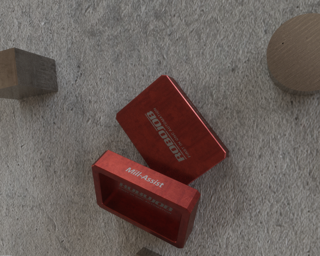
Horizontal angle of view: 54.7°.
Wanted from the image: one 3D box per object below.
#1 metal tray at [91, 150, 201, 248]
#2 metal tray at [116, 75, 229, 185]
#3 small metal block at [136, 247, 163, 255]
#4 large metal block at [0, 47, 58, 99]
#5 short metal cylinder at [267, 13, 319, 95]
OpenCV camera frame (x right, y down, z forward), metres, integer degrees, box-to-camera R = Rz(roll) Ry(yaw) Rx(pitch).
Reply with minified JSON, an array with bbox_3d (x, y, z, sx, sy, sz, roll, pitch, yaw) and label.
[{"bbox_3d":[-0.020,0.089,0.387,0.130,0.030,0.089,22,136,18],"label":"metal tray"},{"bbox_3d":[0.014,0.008,0.401,0.090,0.030,0.130,-39,78,15],"label":"metal tray"},{"bbox_3d":[-0.012,0.196,0.413,0.050,0.025,0.050,19,96,19],"label":"small metal block"},{"bbox_3d":[-0.211,-0.076,0.454,0.080,0.080,0.050,-8,87,20],"label":"large metal block"},{"bbox_3d":[0.160,-0.077,0.339,0.080,0.050,0.080,0,90,20],"label":"short metal cylinder"}]
